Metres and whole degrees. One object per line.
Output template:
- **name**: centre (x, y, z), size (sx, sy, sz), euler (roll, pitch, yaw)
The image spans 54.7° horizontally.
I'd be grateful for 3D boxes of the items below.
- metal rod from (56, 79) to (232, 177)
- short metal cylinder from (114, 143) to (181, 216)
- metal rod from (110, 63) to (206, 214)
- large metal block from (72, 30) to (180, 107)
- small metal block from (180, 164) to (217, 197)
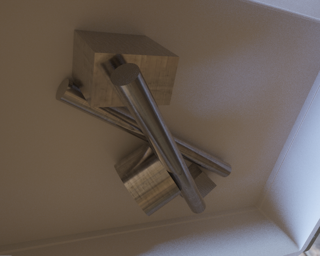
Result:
- **metal rod**: centre (0.002, 0.014, 0.419), size (0.301, 0.025, 0.025), euler (28, 103, -38)
- **short metal cylinder**: centre (-0.016, 0.067, 0.404), size (0.050, 0.080, 0.080), euler (-35, 129, -6)
- **metal rod**: centre (0.016, 0.039, 0.366), size (0.025, 0.025, 0.299), euler (-35, 142, -6)
- **large metal block**: centre (-0.039, -0.062, 0.314), size (0.081, 0.080, 0.050), euler (-4, 120, -27)
- **small metal block**: centre (0.055, 0.091, 0.496), size (0.050, 0.025, 0.050), euler (-44, 130, 2)
